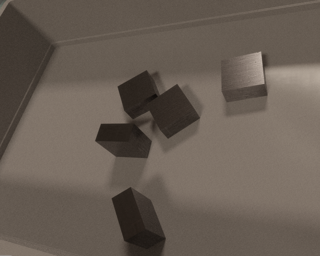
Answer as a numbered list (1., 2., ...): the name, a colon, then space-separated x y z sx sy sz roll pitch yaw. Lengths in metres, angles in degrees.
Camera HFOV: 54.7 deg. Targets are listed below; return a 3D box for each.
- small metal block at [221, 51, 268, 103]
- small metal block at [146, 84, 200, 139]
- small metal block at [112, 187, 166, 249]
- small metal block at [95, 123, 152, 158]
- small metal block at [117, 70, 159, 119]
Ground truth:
1. small metal block: 0.105 -0.064 0.389 0.050 0.025 0.050 -9 58 23
2. small metal block: 0.017 -0.022 0.409 0.050 0.025 0.050 -33 52 6
3. small metal block: -0.023 0.099 0.340 0.025 0.050 0.050 -32 52 7
4. small metal block: -0.046 0.017 0.402 0.050 0.050 0.025 0 62 28
5. small metal block: -0.029 -0.048 0.449 0.050 0.025 0.050 -28 52 10
